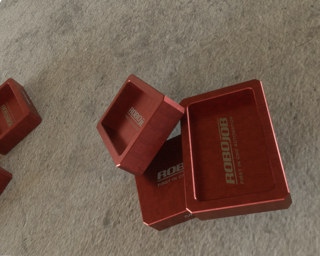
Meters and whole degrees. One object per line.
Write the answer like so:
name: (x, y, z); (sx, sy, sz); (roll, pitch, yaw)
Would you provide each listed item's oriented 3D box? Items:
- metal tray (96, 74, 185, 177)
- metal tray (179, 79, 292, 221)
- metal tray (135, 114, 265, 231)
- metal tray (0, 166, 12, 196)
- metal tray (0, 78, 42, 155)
metal tray: (-0.031, -0.010, 0.378); (0.090, 0.030, 0.130); (-56, 29, 5)
metal tray: (0.070, 0.020, 0.312); (0.090, 0.030, 0.130); (-14, 56, 19)
metal tray: (0.037, 0.050, 0.350); (0.130, 0.030, 0.090); (-24, 53, 12)
metal tray: (-0.303, 0.112, 0.488); (0.090, 0.030, 0.130); (18, 71, 34)
metal tray: (-0.274, -0.024, 0.555); (0.090, 0.030, 0.130); (-43, 51, -2)
